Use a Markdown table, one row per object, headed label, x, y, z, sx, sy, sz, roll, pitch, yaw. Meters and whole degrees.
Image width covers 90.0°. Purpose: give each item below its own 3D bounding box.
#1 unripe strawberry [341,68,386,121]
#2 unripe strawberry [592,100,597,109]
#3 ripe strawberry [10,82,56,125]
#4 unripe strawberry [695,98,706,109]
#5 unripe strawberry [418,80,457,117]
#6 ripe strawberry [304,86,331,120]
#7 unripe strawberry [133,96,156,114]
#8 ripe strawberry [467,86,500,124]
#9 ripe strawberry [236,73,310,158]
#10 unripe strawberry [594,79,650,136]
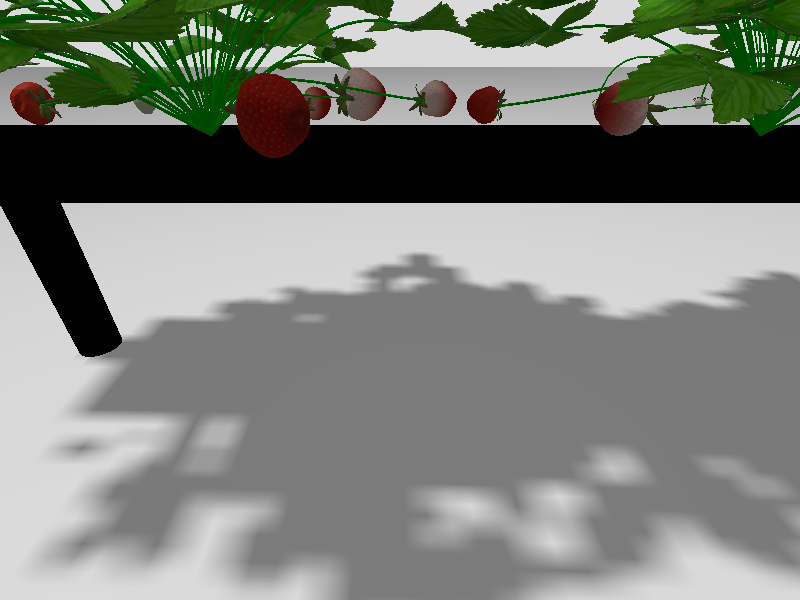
| label | x | y | z | sx | sy | sz | roll | pitch | yaw |
| --- | --- | --- | --- | --- | --- | --- | --- | --- | --- |
| unripe strawberry | -0.035 | -0.207 | 0.404 | 0.049 | 0.048 | 0.045 | -24 | 39 | -34 |
| unripe strawberry | 0.220 | -0.216 | 0.445 | 0.010 | 0.011 | 0.011 | -15 | 35 | -23 |
| ripe strawberry | -0.340 | -0.182 | 0.370 | 0.034 | 0.035 | 0.031 | 9 | 33 | 15 |
| unripe strawberry | 0.349 | -0.229 | 0.465 | 0.011 | 0.012 | 0.012 | 10 | 33 | 15 |
| unripe strawberry | 0.039 | -0.205 | 0.407 | 0.039 | 0.034 | 0.039 | -15 | 35 | -24 |
| ripe strawberry | -0.080 | -0.194 | 0.395 | 0.026 | 0.030 | 0.029 | 24 | 38 | 33 |
| unripe strawberry | -0.286 | -0.221 | 0.450 | 0.023 | 0.023 | 0.019 | -25 | 39 | -34 |
| ripe strawberry | 0.078 | -0.183 | 0.377 | 0.030 | 0.031 | 0.028 | 9 | 33 | 15 |
| ripe strawberry | -0.077 | -0.116 | 0.256 | 0.050 | 0.050 | 0.047 | 26 | 40 | 35 |
| unripe strawberry | 0.175 | -0.153 | 0.318 | 0.039 | 0.041 | 0.036 | 0 | 32 | 1 |
